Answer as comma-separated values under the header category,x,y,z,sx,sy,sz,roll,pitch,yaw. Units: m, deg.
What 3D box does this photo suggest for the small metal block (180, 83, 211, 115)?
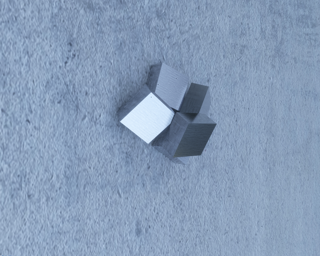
category,x,y,z,sx,sy,sz,roll,pitch,yaw
small metal block,0.051,-0.028,0.437,0.050,0.025,0.050,62,47,-64

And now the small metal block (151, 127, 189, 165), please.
category,x,y,z,sx,sy,sz,roll,pitch,yaw
small metal block,0.022,0.016,0.427,0.050,0.025,0.050,40,66,-33

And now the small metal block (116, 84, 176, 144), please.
category,x,y,z,sx,sy,sz,roll,pitch,yaw
small metal block,-0.016,-0.017,0.380,0.050,0.025,0.050,-43,124,9

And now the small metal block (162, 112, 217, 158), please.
category,x,y,z,sx,sy,sz,roll,pitch,yaw
small metal block,0.037,0.009,0.392,0.050,0.025,0.050,0,123,-40

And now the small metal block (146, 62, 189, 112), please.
category,x,y,z,sx,sy,sz,roll,pitch,yaw
small metal block,0.008,-0.053,0.415,0.050,0.025,0.050,22,76,-38
